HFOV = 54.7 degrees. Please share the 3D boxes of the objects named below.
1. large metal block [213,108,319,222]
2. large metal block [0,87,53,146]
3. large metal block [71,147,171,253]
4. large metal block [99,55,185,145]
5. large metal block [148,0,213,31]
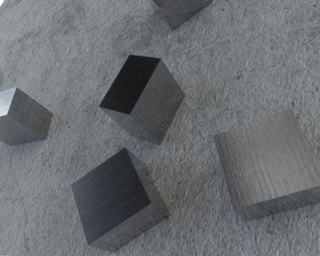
[{"bbox_3d":[0.107,0.038,0.308,0.080,0.050,0.080,-21,54,16],"label":"large metal block"},{"bbox_3d":[-0.238,-0.015,0.503,0.080,0.080,0.050,-11,57,22],"label":"large metal block"},{"bbox_3d":[-0.047,0.084,0.361,0.080,0.050,0.080,-35,51,5],"label":"large metal block"},{"bbox_3d":[-0.019,-0.035,0.400,0.050,0.080,0.080,15,70,34],"label":"large metal block"},{"bbox_3d":[0.027,-0.219,0.508,0.080,0.050,0.080,-35,51,5],"label":"large metal block"}]
